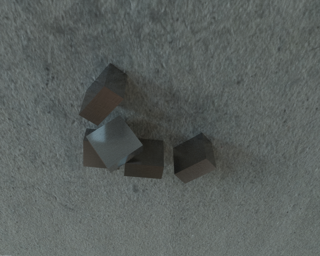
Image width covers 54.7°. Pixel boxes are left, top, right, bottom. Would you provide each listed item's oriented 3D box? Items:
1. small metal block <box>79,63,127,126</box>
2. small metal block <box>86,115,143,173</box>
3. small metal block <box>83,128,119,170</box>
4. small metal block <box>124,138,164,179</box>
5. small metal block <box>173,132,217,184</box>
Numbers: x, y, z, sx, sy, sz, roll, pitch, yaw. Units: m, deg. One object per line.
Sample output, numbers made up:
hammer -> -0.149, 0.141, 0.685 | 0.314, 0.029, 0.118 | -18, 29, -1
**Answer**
small metal block -> -0.065, -0.039, 0.357 | 0.025, 0.050, 0.050 | 33, 122, -25
small metal block -> -0.057, 0.020, 0.392 | 0.050, 0.050, 0.025 | -34, 164, -14
small metal block -> -0.079, 0.030, 0.432 | 0.050, 0.025, 0.050 | 6, 130, -6
small metal block -> -0.021, 0.041, 0.425 | 0.050, 0.050, 0.025 | 6, 130, -5
small metal block -> 0.047, 0.041, 0.427 | 0.050, 0.050, 0.025 | -30, 124, 23
